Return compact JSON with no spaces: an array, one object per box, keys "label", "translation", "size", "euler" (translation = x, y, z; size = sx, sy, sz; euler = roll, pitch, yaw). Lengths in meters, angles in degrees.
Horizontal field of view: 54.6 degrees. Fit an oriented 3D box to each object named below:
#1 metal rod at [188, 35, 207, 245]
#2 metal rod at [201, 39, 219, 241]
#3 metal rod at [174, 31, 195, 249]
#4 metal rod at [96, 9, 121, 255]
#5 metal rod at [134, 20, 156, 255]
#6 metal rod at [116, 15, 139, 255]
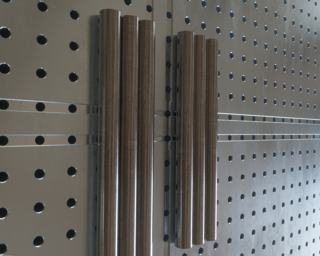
[{"label":"metal rod","translation":[0.054,0.017,0.452],"size":[0.025,0.025,0.298],"euler":[1,89,-40]},{"label":"metal rod","translation":[0.075,0.017,0.470],"size":[0.025,0.025,0.298],"euler":[1,89,-40]},{"label":"metal rod","translation":[0.035,0.016,0.436],"size":[0.025,0.025,0.298],"euler":[1,89,-40]},{"label":"metal rod","translation":[-0.059,0.016,0.358],"size":[0.025,0.025,0.298],"euler":[1,89,-40]},{"label":"metal rod","translation":[-0.020,0.017,0.391],"size":[0.025,0.025,0.298],"euler":[1,89,-40]},{"label":"metal rod","translation":[-0.039,0.017,0.375],"size":[0.025,0.025,0.298],"euler":[1,89,-40]}]
